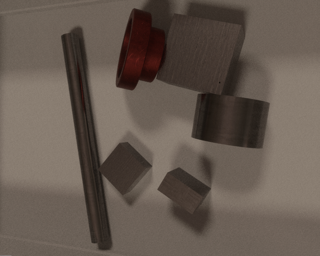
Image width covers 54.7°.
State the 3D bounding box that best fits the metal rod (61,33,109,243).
[{"bbox_3d":[-0.108,0.012,0.447,0.025,0.025,0.298,-10,87,19],"label":"metal rod"}]

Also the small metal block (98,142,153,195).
[{"bbox_3d":[-0.048,0.055,0.426,0.050,0.025,0.050,43,103,14],"label":"small metal block"}]

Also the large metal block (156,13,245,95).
[{"bbox_3d":[0.051,-0.086,0.379,0.080,0.050,0.080,17,96,18],"label":"large metal block"}]

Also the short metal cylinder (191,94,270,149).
[{"bbox_3d":[0.079,-0.009,0.353,0.080,0.080,0.050,9,93,19],"label":"short metal cylinder"}]

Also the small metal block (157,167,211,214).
[{"bbox_3d":[0.031,0.076,0.386,0.050,0.050,0.025,33,101,16],"label":"small metal block"}]

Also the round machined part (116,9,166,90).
[{"bbox_3d":[-0.024,-0.095,0.389,0.042,0.098,0.097,11,95,-15],"label":"round machined part"}]
